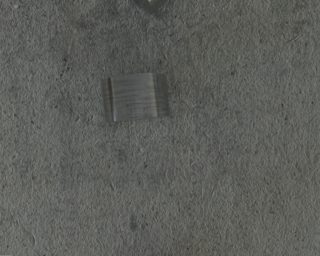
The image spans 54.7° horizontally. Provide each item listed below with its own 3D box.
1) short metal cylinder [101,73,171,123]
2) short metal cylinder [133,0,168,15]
[{"bbox_3d":[-0.029,-0.035,0.382,0.080,0.080,0.050,-6,90,0],"label":"short metal cylinder"},{"bbox_3d":[-0.017,-0.189,0.382,0.050,0.080,0.080,-42,90,0],"label":"short metal cylinder"}]
